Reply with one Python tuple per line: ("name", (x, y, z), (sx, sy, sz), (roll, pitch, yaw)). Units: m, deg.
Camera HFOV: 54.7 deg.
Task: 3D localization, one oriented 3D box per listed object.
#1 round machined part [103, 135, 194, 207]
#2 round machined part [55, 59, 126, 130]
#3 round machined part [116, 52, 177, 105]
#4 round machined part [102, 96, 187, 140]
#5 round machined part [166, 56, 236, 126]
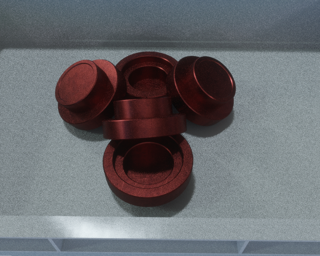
("round machined part", (-0.013, 0.045, 0.353), (0.099, 0.042, 0.098), (0, 50, 0))
("round machined part", (-0.097, -0.050, 0.405), (0.098, 0.042, 0.098), (-13, 60, 24))
("round machined part", (-0.016, -0.063, 0.443), (0.099, 0.042, 0.098), (0, 50, 0))
("round machined part", (-0.019, -0.014, 0.366), (0.099, 0.098, 0.042), (-5, 95, -4))
("round machined part", (0.061, -0.055, 0.409), (0.099, 0.042, 0.098), (15, 58, -26))
